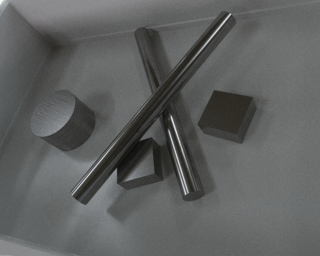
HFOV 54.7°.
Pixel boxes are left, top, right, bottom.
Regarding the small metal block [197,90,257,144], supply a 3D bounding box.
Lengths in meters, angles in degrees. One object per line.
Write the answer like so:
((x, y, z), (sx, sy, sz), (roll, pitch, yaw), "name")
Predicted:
((0.081, -0.014, 0.371), (0.050, 0.025, 0.050), (16, 70, 34), "small metal block")

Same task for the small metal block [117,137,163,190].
((-0.026, 0.045, 0.390), (0.050, 0.025, 0.050), (-18, 55, 17), "small metal block")

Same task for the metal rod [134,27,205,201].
((0.003, -0.041, 0.427), (0.025, 0.025, 0.299), (-25, 53, 12), "metal rod")

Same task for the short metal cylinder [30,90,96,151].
((-0.147, -0.011, 0.471), (0.080, 0.050, 0.080), (-13, 56, 20), "short metal cylinder")

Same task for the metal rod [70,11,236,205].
((-0.004, -0.031, 0.391), (0.025, 0.025, 0.300), (33, 81, 38), "metal rod")
